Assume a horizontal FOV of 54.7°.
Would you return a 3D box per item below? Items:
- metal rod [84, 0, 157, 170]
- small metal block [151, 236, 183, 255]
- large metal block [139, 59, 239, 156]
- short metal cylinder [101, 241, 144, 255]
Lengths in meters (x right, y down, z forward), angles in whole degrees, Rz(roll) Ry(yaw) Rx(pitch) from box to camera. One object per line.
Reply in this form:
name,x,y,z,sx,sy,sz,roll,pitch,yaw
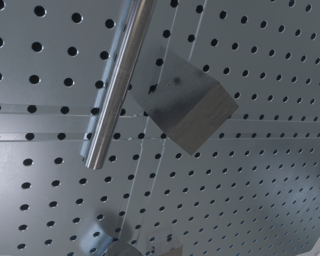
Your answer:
metal rod,-0.034,-0.084,0.340,0.025,0.025,0.298,7,115,-32
small metal block,0.012,0.229,0.560,0.050,0.025,0.050,-12,124,-22
large metal block,0.033,-0.027,0.377,0.080,0.080,0.050,-46,129,4
short metal cylinder,-0.061,0.225,0.482,0.080,0.080,0.050,28,103,-38
